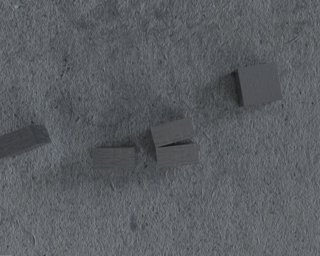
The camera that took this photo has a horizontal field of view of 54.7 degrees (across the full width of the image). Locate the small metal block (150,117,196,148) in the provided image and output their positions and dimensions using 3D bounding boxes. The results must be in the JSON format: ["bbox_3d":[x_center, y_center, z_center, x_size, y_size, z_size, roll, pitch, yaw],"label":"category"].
[{"bbox_3d":[0.016,0.005,0.397,0.050,0.050,0.025,-16,90,0],"label":"small metal block"}]

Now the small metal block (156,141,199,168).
[{"bbox_3d":[0.021,0.033,0.398,0.050,0.050,0.025,-6,90,0],"label":"small metal block"}]

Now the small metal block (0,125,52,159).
[{"bbox_3d":[-0.175,0.017,0.396,0.050,0.050,0.025,-22,90,0],"label":"small metal block"}]

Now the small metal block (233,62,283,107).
[{"bbox_3d":[0.129,-0.057,0.411,0.050,0.025,0.050,-10,90,0],"label":"small metal block"}]

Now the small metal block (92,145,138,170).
[{"bbox_3d":[-0.056,0.037,0.397,0.050,0.050,0.025,-2,90,0],"label":"small metal block"}]
